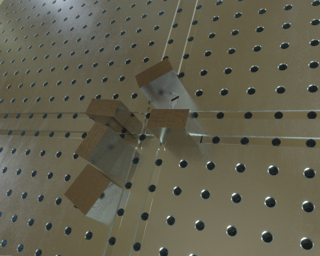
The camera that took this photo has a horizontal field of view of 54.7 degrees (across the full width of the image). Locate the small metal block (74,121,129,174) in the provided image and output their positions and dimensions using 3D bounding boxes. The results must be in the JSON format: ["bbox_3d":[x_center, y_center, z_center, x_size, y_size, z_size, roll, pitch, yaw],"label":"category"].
[{"bbox_3d":[-0.077,0.027,0.414,0.025,0.050,0.050,22,74,36],"label":"small metal block"}]

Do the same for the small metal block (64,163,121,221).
[{"bbox_3d":[-0.088,0.082,0.402,0.050,0.025,0.050,29,77,37],"label":"small metal block"}]

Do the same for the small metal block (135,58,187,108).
[{"bbox_3d":[0.002,-0.061,0.427,0.050,0.050,0.025,-28,52,10],"label":"small metal block"}]

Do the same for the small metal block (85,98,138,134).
[{"bbox_3d":[-0.067,-0.016,0.436,0.050,0.050,0.025,8,66,31],"label":"small metal block"}]

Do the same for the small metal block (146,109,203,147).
[{"bbox_3d":[0.019,0.000,0.381,0.050,0.050,0.025,2,63,29],"label":"small metal block"}]
